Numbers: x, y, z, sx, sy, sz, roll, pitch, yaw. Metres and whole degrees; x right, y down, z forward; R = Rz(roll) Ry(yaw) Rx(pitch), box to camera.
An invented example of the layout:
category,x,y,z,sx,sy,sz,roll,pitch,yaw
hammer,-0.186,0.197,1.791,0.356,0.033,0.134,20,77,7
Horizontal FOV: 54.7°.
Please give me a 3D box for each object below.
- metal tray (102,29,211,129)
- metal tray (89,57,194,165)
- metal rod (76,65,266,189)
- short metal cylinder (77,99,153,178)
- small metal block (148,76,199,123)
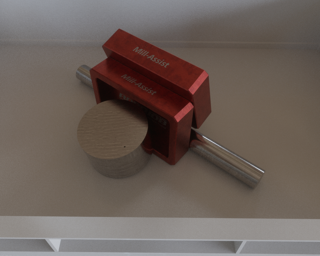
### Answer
category,x,y,z,sx,sy,sz,roll,pitch,yaw
metal tray,-0.002,-0.058,0.377,0.130,0.090,0.030,32,74,23
metal tray,-0.024,-0.020,0.378,0.130,0.089,0.030,32,57,23
metal rod,-0.002,-0.013,0.416,0.300,0.025,0.025,32,57,23
short metal cylinder,-0.051,0.013,0.368,0.080,0.050,0.080,-3,57,4
small metal block,0.019,-0.042,0.438,0.050,0.025,0.050,33,57,24
